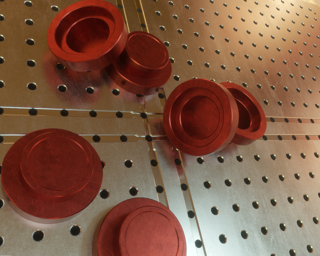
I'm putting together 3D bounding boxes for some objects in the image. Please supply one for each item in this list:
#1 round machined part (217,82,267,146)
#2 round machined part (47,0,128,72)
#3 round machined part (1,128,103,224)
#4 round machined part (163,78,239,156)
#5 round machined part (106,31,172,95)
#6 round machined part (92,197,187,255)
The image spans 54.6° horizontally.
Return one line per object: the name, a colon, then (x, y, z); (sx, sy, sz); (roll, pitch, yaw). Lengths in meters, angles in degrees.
round machined part: (0.107, -0.017, 0.461); (0.099, 0.042, 0.098); (17, 52, -24)
round machined part: (-0.089, -0.113, 0.399); (0.098, 0.042, 0.098); (-3, 66, 7)
round machined part: (-0.106, 0.043, 0.314); (0.099, 0.042, 0.098); (13, 56, -21)
round machined part: (0.056, -0.014, 0.405); (0.042, 0.098, 0.098); (1, 58, -56)
round machined part: (-0.026, -0.099, 0.443); (0.099, 0.042, 0.098); (13, 56, -21)
round machined part: (-0.015, 0.118, 0.316); (0.099, 0.042, 0.098); (13, 56, -21)
